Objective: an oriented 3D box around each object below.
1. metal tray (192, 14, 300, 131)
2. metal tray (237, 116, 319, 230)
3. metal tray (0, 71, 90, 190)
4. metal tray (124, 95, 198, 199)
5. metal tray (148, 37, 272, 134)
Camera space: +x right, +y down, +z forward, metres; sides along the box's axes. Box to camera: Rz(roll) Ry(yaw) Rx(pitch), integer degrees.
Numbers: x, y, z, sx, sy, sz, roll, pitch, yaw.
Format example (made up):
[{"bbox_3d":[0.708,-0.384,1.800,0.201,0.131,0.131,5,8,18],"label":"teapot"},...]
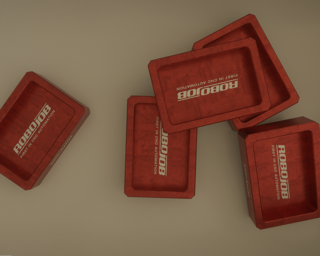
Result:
[{"bbox_3d":[0.110,-0.070,0.409,0.090,0.030,0.130,-29,90,0],"label":"metal tray"},{"bbox_3d":[0.155,0.058,0.394,0.091,0.030,0.129,-12,105,0],"label":"metal tray"},{"bbox_3d":[-0.167,0.004,0.407,0.090,0.030,0.130,35,90,0],"label":"metal tray"},{"bbox_3d":[0.002,0.024,0.408,0.091,0.030,0.129,2,90,0],"label":"metal tray"},{"bbox_3d":[0.059,-0.050,0.378,0.131,0.030,0.090,-13,90,0],"label":"metal tray"}]
